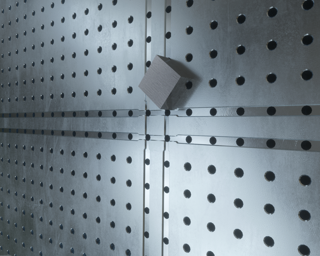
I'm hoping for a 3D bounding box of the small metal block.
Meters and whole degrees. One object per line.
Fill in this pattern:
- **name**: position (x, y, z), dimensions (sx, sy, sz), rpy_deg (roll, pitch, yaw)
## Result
- **small metal block**: position (0.006, -0.059, 0.403), dimensions (0.050, 0.025, 0.050), rpy_deg (47, 118, 29)
